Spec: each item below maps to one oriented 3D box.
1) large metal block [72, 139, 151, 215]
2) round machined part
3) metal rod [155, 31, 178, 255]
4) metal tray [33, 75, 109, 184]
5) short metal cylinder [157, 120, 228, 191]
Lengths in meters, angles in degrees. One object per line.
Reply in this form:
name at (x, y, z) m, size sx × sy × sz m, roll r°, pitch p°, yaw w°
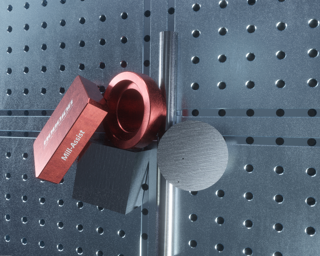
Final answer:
large metal block at (-0.065, 0.062, 0.422) m, size 0.080 × 0.050 × 0.079 m, roll 11°, pitch 94°, yaw 19°
round machined part at (-0.030, -0.022, 0.400) m, size 0.098 × 0.042 × 0.097 m, roll -1°, pitch 88°, yaw 45°
metal rod at (0.009, 0.024, 0.410) m, size 0.025 × 0.025 × 0.298 m, roll 1°, pitch 90°, yaw 20°
metal tray at (-0.127, 0.000, 0.429) m, size 0.130 × 0.030 × 0.090 m, roll -53°, pitch 36°, yaw 12°
short metal cylinder at (0.036, 0.031, 0.372) m, size 0.081 × 0.050 × 0.079 m, roll 0°, pitch 90°, yaw 0°
